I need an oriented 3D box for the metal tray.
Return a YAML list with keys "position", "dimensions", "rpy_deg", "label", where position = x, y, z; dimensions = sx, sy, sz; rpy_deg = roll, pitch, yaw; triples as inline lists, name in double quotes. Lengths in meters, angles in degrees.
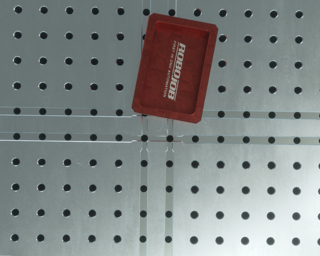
- position: [0.019, -0.077, 0.410]
  dimensions: [0.090, 0.030, 0.129]
  rpy_deg: [11, 90, 0]
  label: "metal tray"
